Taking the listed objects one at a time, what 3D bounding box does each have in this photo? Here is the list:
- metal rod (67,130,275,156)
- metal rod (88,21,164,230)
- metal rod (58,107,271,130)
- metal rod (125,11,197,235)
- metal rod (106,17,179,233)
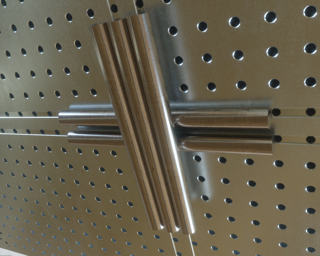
[{"bbox_3d":[-0.004,0.017,0.423,0.301,0.025,0.025,1,119,27],"label":"metal rod"},{"bbox_3d":[-0.035,0.015,0.406,0.025,0.025,0.298,0,119,27],"label":"metal rod"},{"bbox_3d":[-0.013,-0.013,0.409,0.301,0.025,0.025,1,119,27],"label":"metal rod"},{"bbox_3d":[0.009,0.014,0.382,0.025,0.025,0.298,0,119,27],"label":"metal rod"},{"bbox_3d":[-0.013,0.015,0.394,0.025,0.025,0.298,0,119,27],"label":"metal rod"}]
